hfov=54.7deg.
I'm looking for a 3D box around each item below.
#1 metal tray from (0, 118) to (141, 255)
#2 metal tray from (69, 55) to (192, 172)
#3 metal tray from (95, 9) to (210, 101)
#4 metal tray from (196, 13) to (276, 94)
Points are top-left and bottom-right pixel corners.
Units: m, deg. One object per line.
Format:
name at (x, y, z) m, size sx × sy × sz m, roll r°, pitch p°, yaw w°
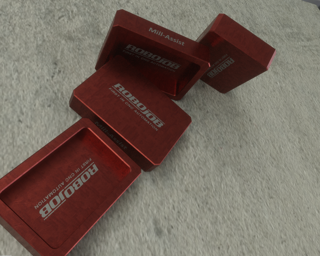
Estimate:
metal tray at (-0.092, 0.059, 0.315) m, size 0.090 × 0.030 × 0.131 m, roll 44°, pitch 51°, yaw 1°
metal tray at (-0.034, -0.020, 0.388) m, size 0.130 × 0.030 × 0.090 m, roll 41°, pitch 55°, yaw -3°
metal tray at (-0.010, -0.091, 0.413) m, size 0.131 × 0.090 × 0.030 m, roll 18°, pitch 55°, yaw -18°
metal tray at (0.090, -0.100, 0.447) m, size 0.090 × 0.130 × 0.030 m, roll 31°, pitch 75°, yaw -8°
